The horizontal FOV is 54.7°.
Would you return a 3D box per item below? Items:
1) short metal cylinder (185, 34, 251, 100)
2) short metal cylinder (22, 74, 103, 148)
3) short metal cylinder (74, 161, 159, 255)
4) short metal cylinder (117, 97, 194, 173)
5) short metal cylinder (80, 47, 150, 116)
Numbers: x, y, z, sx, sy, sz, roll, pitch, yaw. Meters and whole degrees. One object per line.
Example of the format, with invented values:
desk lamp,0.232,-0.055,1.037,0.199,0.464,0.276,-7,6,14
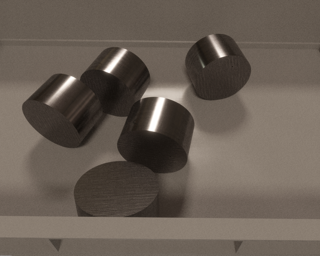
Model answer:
short metal cylinder,0.082,-0.086,0.443,0.081,0.080,0.050,-10,51,-9
short metal cylinder,-0.120,-0.020,0.385,0.080,0.080,0.050,19,53,15
short metal cylinder,-0.041,0.077,0.308,0.081,0.050,0.080,0,31,0
short metal cylinder,-0.004,0.010,0.361,0.080,0.080,0.050,10,51,8
short metal cylinder,-0.060,-0.062,0.420,0.080,0.080,0.050,17,52,13
